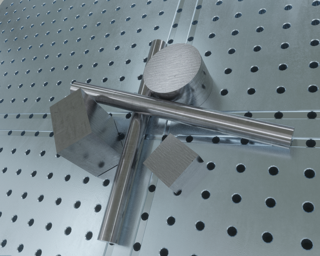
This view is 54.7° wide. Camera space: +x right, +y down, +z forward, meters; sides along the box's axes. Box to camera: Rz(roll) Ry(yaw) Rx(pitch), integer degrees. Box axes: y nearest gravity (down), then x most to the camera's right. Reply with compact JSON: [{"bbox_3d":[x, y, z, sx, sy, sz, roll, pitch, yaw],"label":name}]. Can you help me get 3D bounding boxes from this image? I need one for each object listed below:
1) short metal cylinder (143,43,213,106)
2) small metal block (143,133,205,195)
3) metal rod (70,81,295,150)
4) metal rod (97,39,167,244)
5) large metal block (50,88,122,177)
[{"bbox_3d":[0.025,-0.067,0.419,0.080,0.050,0.080,-13,56,20],"label":"short metal cylinder"},{"bbox_3d":[0.017,0.042,0.373,0.050,0.025,0.050,-48,52,-6],"label":"small metal block"},{"bbox_3d":[0.008,-0.023,0.392,0.301,0.025,0.025,14,69,25],"label":"metal rod"},{"bbox_3d":[-0.031,0.000,0.423,0.025,0.025,0.300,-1,61,27],"label":"metal rod"},{"bbox_3d":[-0.096,0.007,0.416,0.050,0.080,0.080,-31,52,8],"label":"large metal block"}]
